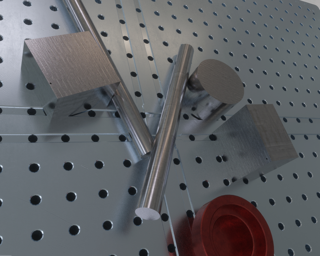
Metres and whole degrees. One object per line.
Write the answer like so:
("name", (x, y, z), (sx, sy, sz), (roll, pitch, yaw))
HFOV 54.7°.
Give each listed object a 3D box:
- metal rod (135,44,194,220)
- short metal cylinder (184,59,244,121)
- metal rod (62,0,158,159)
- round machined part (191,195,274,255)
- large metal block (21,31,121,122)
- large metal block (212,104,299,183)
("metal rod", (0.016, -0.021, 0.408), (0.025, 0.025, 0.300), (26, 46, -12))
("short metal cylinder", (0.079, -0.057, 0.470), (0.081, 0.050, 0.080), (14, 56, -21))
("metal rod", (-0.080, -0.095, 0.423), (0.025, 0.025, 0.299), (-17, 71, -35))
("round machined part", (0.079, 0.131, 0.360), (0.099, 0.042, 0.098), (14, 56, -21))
("large metal block", (-0.108, -0.064, 0.373), (0.081, 0.050, 0.080), (-23, 74, -36))
("large metal block", (0.128, 0.022, 0.428), (0.050, 0.080, 0.080), (-3, 64, -30))
